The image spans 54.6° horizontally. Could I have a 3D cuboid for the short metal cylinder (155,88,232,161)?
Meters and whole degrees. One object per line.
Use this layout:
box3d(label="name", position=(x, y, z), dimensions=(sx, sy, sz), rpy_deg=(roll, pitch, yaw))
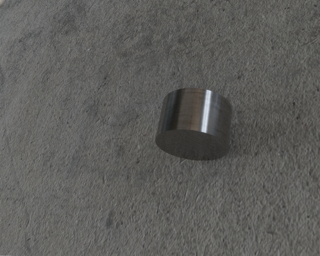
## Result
box3d(label="short metal cylinder", position=(0.039, -0.002, 0.350), dimensions=(0.080, 0.080, 0.050), rpy_deg=(-3, 60, 27))
